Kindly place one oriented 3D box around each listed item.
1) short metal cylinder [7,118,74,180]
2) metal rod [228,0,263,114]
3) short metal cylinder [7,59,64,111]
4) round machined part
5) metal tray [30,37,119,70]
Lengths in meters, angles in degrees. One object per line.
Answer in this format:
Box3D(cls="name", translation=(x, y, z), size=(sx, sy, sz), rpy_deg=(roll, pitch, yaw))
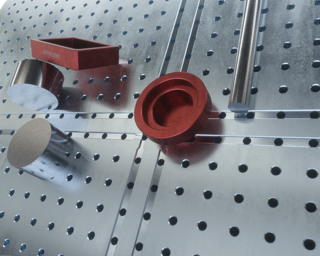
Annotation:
Box3D(cls="short metal cylinder", translation=(-0.179, 0.032, 0.467), size=(0.080, 0.050, 0.080), rpy_deg=(-13, 56, 21))
Box3D(cls="metal rod", translation=(0.129, -0.155, 0.435), size=(0.025, 0.025, 0.300), rpy_deg=(0, 62, 28))
Box3D(cls="short metal cylinder", translation=(-0.209, -0.071, 0.527), size=(0.080, 0.080, 0.050), rpy_deg=(-10, 58, 23))
Box3D(cls="round machined part", translation=(0.020, -0.021, 0.400), size=(0.098, 0.042, 0.098), rpy_deg=(-13, 56, 21))
Box3D(cls="metal tray", translation=(-0.144, -0.129, 0.525), size=(0.130, 0.030, 0.091), rpy_deg=(21, 29, 36))
